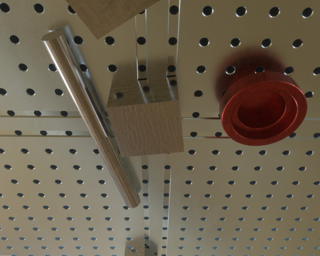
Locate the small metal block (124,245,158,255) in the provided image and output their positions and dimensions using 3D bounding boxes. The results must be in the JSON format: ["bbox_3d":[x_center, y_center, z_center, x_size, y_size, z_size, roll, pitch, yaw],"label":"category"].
[{"bbox_3d":[-0.039,0.273,0.644,0.050,0.025,0.050,-25,126,19],"label":"small metal block"}]

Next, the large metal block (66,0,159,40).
[{"bbox_3d":[-0.032,-0.132,0.263,0.080,0.080,0.050,-25,126,20],"label":"large metal block"}]

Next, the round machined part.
[{"bbox_3d":[0.122,-0.027,0.378,0.099,0.042,0.097,0,130,0],"label":"round machined part"}]

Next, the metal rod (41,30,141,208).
[{"bbox_3d":[-0.079,0.013,0.421,0.025,0.025,0.299,-10,130,8],"label":"metal rod"}]

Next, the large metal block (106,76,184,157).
[{"bbox_3d":[-0.014,-0.013,0.384,0.080,0.050,0.080,-6,130,4],"label":"large metal block"}]
